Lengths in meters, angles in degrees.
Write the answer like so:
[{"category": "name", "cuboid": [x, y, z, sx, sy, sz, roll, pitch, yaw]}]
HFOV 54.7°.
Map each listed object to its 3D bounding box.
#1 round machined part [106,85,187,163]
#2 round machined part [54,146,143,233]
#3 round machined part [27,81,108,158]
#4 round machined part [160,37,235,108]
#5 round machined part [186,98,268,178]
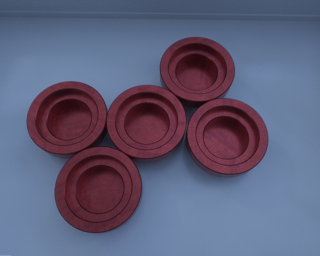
[{"category": "round machined part", "cuboid": [-0.016, -0.003, 0.398, 0.099, 0.042, 0.098, 0, 70, 0]}, {"category": "round machined part", "cuboid": [-0.070, 0.074, 0.370, 0.099, 0.042, 0.098, 0, 70, 0]}, {"category": "round machined part", "cuboid": [-0.114, -0.008, 0.400, 0.099, 0.042, 0.098, 0, 70, 0]}, {"category": "round machined part", "cuboid": [0.049, -0.072, 0.424, 0.099, 0.042, 0.098, 0, 70, 0]}, {"category": "round machined part", "cuboid": [0.082, 0.015, 0.393, 0.099, 0.042, 0.098, 0, 70, 0]}]
